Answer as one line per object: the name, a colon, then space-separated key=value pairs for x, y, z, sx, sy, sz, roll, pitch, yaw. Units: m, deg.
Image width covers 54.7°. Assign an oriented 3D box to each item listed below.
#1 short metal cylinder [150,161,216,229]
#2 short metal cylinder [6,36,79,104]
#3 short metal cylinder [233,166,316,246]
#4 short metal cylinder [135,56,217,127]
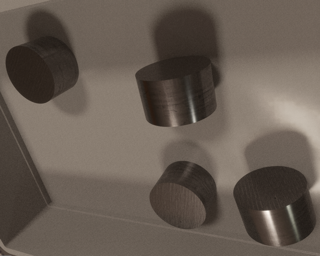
short metal cylinder: x=0.033 y=0.093 z=0.432 sx=0.080 sy=0.050 sz=0.079 roll=13 pitch=124 yaw=20
short metal cylinder: x=-0.161 y=-0.080 z=0.425 sx=0.080 sy=0.050 sz=0.079 roll=13 pitch=124 yaw=20
short metal cylinder: x=0.131 y=0.088 z=0.358 sx=0.080 sy=0.080 sz=0.050 roll=-10 pitch=114 yaw=32
short metal cylinder: x=0.018 y=-0.042 z=0.337 sx=0.080 sy=0.080 sz=0.050 roll=2 pitch=119 yaw=27
